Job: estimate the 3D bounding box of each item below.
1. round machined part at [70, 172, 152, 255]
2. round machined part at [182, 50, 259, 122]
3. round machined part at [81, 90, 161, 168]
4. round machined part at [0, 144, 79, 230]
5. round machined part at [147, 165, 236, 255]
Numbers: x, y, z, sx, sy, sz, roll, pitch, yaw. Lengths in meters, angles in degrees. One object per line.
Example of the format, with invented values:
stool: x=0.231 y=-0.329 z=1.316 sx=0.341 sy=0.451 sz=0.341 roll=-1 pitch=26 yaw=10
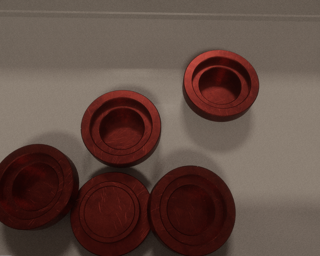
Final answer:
round machined part: x=-0.056 y=0.099 z=0.364 sx=0.099 sy=0.042 sz=0.098 roll=0 pitch=70 yaw=-1
round machined part: x=0.079 y=-0.053 z=0.421 sx=0.099 sy=0.042 sz=0.098 roll=0 pitch=70 yaw=-1
round machined part: x=-0.048 y=0.004 z=0.399 sx=0.099 sy=0.042 sz=0.098 roll=0 pitch=70 yaw=-1
round machined part: x=-0.144 y=0.071 z=0.370 sx=0.099 sy=0.042 sz=0.098 roll=-2 pitch=69 yaw=4
round machined part: x=0.033 y=0.096 z=0.360 sx=0.099 sy=0.042 sz=0.098 roll=4 pitch=70 yaw=-10
